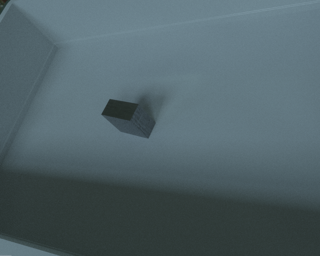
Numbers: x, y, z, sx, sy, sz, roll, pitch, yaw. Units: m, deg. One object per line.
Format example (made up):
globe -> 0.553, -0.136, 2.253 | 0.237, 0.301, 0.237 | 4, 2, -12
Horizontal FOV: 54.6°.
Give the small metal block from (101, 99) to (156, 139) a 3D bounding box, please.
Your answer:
small metal block -> -0.042, -0.012, 0.420 | 0.050, 0.050, 0.025 | 12, 68, 33
